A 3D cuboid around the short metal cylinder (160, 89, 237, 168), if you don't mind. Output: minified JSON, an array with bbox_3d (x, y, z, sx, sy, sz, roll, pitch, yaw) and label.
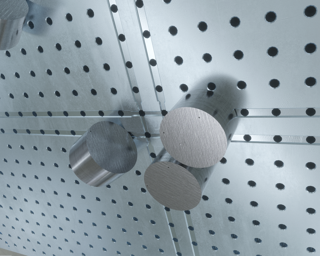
[{"bbox_3d":[0.046,0.000,0.370,0.080,0.050,0.079,13,124,20],"label":"short metal cylinder"}]

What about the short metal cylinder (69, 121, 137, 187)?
[{"bbox_3d":[-0.080,0.037,0.439,0.080,0.080,0.050,48,129,-6],"label":"short metal cylinder"}]

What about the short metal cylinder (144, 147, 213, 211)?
[{"bbox_3d":[0.026,0.064,0.420,0.080,0.050,0.079,13,124,20],"label":"short metal cylinder"}]

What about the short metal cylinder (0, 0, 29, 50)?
[{"bbox_3d":[-0.217,-0.146,0.397,0.080,0.080,0.050,41,129,0],"label":"short metal cylinder"}]
